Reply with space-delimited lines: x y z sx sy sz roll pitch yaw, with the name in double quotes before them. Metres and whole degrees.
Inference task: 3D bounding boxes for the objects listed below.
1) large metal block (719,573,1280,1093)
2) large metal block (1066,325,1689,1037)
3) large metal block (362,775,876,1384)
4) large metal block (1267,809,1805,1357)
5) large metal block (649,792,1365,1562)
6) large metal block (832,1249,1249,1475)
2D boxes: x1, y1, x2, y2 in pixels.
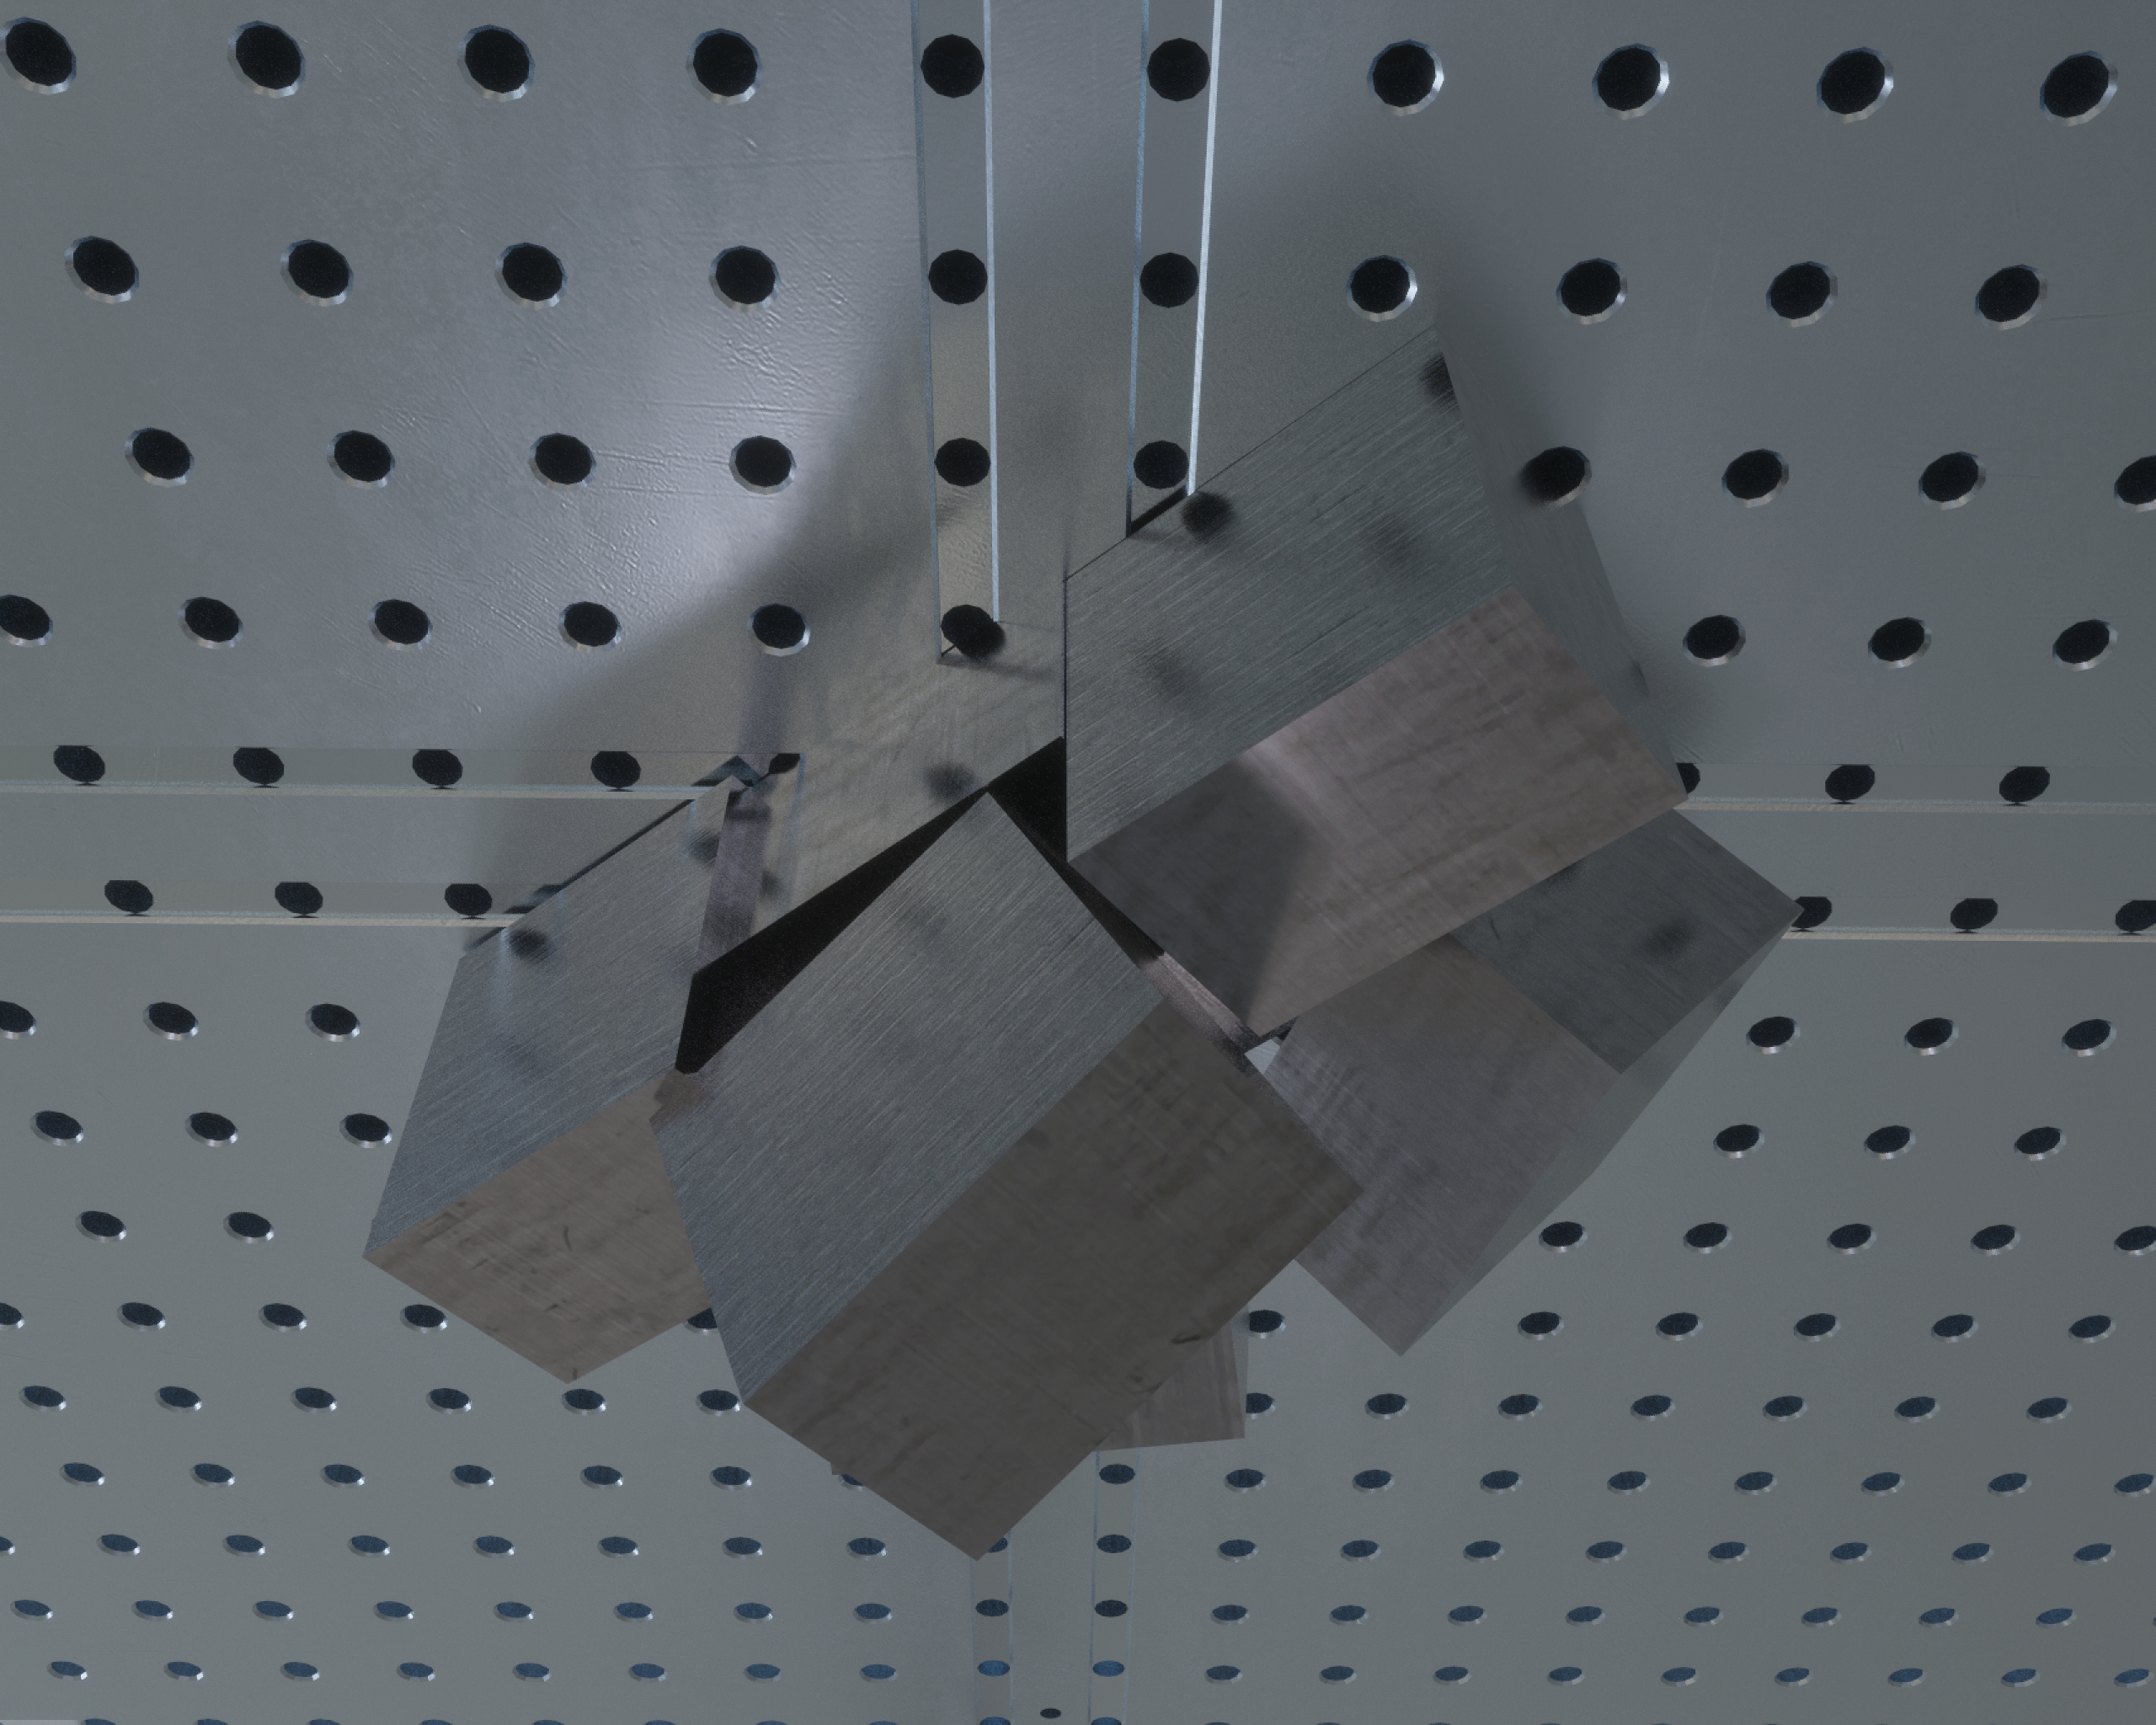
"large metal block" -0.009 0.006 0.401 0.080 0.050 0.080 -32 123 24
"large metal block" 0.045 -0.031 0.349 0.080 0.080 0.050 -32 124 24
"large metal block" -0.084 0.042 0.409 0.080 0.080 0.050 -31 124 23
"large metal block" 0.080 0.034 0.396 0.050 0.081 0.080 42 130 19
"large metal block" -0.015 0.046 0.332 0.080 0.080 0.050 -44 121 1
"large metal block" -0.007 0.087 0.440 0.080 0.080 0.050 -7 93 6
